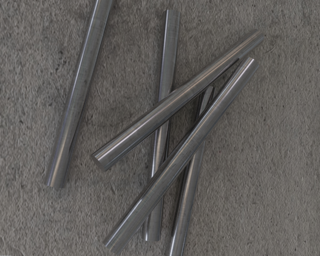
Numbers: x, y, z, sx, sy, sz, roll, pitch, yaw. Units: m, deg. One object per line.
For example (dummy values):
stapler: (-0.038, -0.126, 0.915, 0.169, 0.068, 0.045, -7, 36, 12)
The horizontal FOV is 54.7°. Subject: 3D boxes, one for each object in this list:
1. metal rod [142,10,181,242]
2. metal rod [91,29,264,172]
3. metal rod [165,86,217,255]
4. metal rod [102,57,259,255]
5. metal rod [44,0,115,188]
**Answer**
metal rod: (0.002, -0.005, 0.409, 0.025, 0.025, 0.298, 6, 88, -20)
metal rod: (0.038, -0.049, 0.400, 0.301, 0.025, 0.025, -40, 103, -24)
metal rod: (0.037, 0.089, 0.422, 0.025, 0.025, 0.298, 13, 86, -20)
metal rod: (0.034, 0.026, 0.393, 0.025, 0.025, 0.300, 42, 77, -15)
metal rod: (-0.088, -0.077, 0.376, 0.025, 0.025, 0.299, 15, 85, -20)
